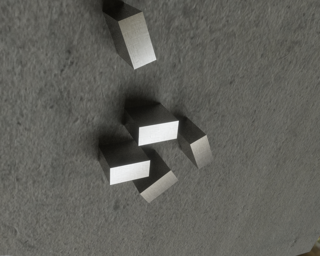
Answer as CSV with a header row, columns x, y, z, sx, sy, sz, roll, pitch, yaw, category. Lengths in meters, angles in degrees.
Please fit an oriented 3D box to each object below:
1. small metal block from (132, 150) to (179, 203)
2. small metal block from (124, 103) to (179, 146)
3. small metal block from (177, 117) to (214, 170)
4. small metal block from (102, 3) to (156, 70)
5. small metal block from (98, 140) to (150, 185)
x,y,z,sx,sy,sz,roll,pitch,yaw,category
-0.011,0.066,0.427,0.050,0.050,0.025,-37,130,-4,small metal block
-0.012,-0.006,0.382,0.050,0.050,0.025,-10,123,-24,small metal block
0.046,0.021,0.431,0.025,0.050,0.050,-30,129,-10,small metal block
-0.031,-0.095,0.316,0.025,0.050,0.050,-27,128,-12,small metal block
-0.046,0.042,0.393,0.050,0.050,0.025,-9,122,-24,small metal block
